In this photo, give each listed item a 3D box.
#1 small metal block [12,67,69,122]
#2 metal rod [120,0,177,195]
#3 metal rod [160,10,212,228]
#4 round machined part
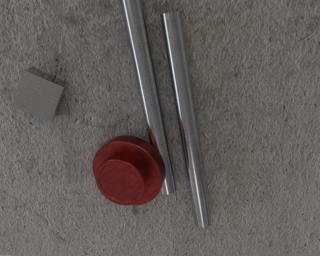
[{"bbox_3d":[-0.151,-0.043,0.393,0.050,0.025,0.050,23,108,-9],"label":"small metal block"},{"bbox_3d":[-0.015,-0.050,0.391,0.025,0.025,0.298,-10,110,3],"label":"metal rod"},{"bbox_3d":[0.038,0.003,0.411,0.025,0.025,0.298,-10,110,3],"label":"metal rod"},{"bbox_3d":[-0.045,0.063,0.410,0.098,0.042,0.097,6,114,15],"label":"round machined part"}]
